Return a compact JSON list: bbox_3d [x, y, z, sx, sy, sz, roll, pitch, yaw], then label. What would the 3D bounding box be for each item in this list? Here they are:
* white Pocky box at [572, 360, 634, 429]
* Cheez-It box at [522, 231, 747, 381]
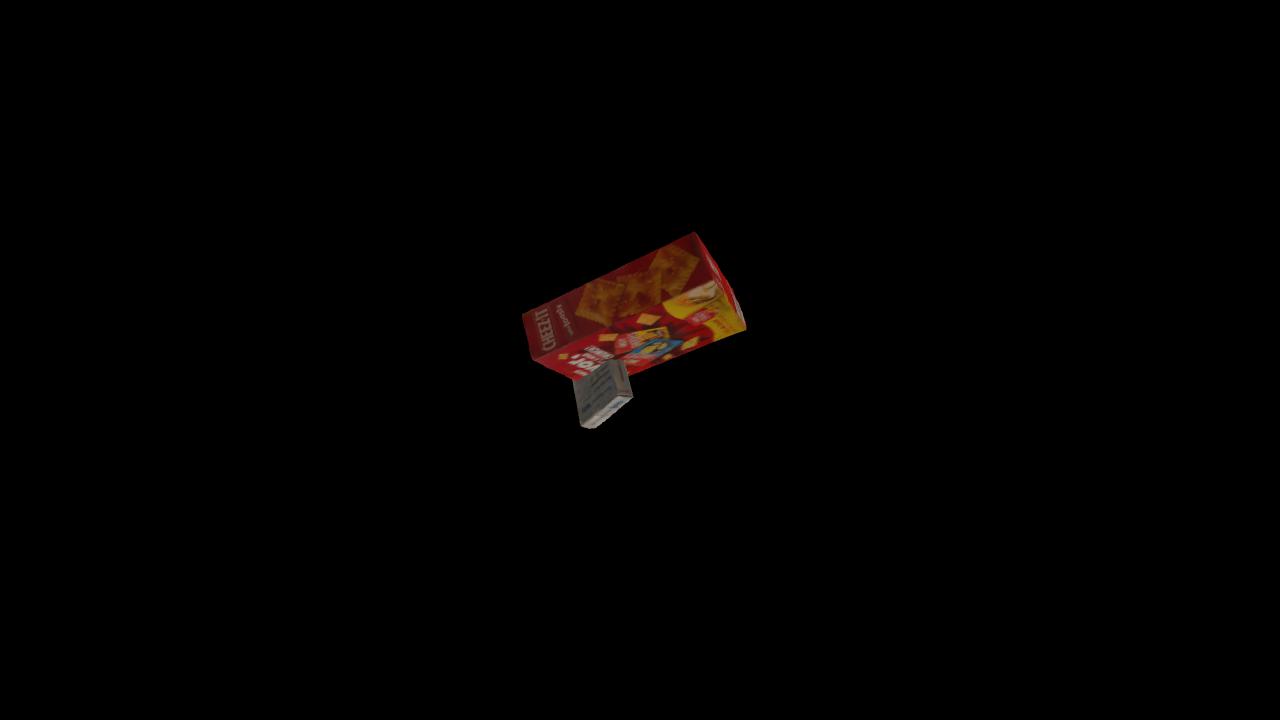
[{"bbox_3d":[-0.057,-0.001,0.770,0.028,0.154,0.084,11,-38,-37],"label":"white Pocky box"},{"bbox_3d":[-0.001,-0.046,0.732,0.223,0.071,0.166,-23,-22,15],"label":"Cheez-It box"}]
